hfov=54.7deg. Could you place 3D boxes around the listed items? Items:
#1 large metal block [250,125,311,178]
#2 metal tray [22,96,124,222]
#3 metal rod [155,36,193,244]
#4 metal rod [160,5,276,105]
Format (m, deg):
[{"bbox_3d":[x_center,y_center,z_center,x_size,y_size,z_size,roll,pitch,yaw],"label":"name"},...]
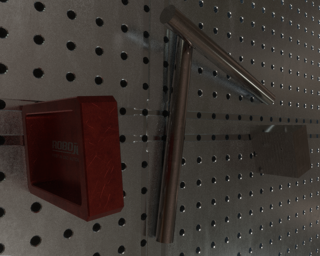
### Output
[{"bbox_3d":[0.217,0.039,0.559,0.050,0.080,0.079,-19,103,-39],"label":"large metal block"},{"bbox_3d":[-0.083,0.021,0.273,0.030,0.130,0.089,-6,94,-40],"label":"metal tray"},{"bbox_3d":[0.022,0.004,0.429,0.025,0.025,0.298,11,83,-40],"label":"metal rod"},{"bbox_3d":[0.108,-0.096,0.480,0.301,0.025,0.025,23,76,-45],"label":"metal rod"}]
